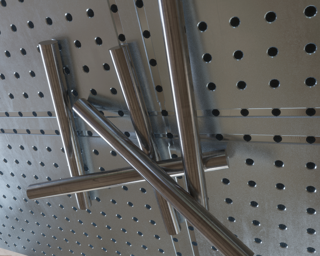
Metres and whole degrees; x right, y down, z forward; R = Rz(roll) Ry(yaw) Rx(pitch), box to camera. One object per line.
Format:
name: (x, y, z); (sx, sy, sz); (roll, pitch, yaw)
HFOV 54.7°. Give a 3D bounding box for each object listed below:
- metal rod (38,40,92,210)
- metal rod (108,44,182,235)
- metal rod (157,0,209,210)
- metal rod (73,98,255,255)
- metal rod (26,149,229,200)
metal rod: (-0.144, 0.013, 0.492); (0.025, 0.025, 0.298); (11, 123, 22)
metal rod: (-0.014, 0.033, 0.437); (0.025, 0.025, 0.298); (-1, 118, 28)
metal rod: (0.026, -0.035, 0.348); (0.025, 0.025, 0.298); (0, 111, 28)
metal rod: (-0.011, 0.056, 0.392); (0.300, 0.025, 0.025); (40, 131, 23)
metal rod: (-0.056, 0.069, 0.434); (0.301, 0.025, 0.025); (-12, 113, 17)
